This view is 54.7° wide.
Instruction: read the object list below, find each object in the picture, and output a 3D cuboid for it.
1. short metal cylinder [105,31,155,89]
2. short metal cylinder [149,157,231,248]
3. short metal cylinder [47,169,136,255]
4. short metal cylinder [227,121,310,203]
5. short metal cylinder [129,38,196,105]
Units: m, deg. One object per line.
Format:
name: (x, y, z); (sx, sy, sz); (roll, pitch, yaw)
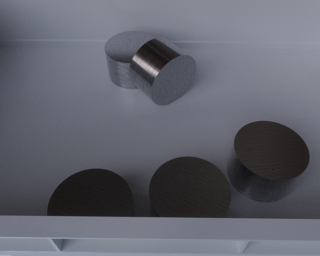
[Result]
short metal cylinder: (-0.041, -0.105, 0.477); (0.080, 0.050, 0.080); (0, 50, 0)
short metal cylinder: (0.029, 0.077, 0.324); (0.080, 0.050, 0.080); (0, 50, 0)
short metal cylinder: (-0.066, 0.088, 0.314); (0.080, 0.050, 0.080); (0, 50, 0)
short metal cylinder: (0.122, 0.038, 0.358); (0.080, 0.050, 0.080); (0, 50, 0)
short metal cylinder: (0.004, -0.079, 0.435); (0.081, 0.080, 0.050); (-31, 57, -24)
